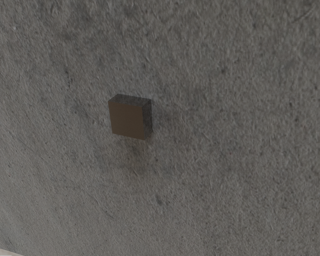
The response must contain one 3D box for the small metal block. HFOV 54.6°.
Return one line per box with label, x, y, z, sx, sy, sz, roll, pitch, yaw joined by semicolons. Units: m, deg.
small metal block;-0.039;-0.015;0.419;0.050;0.025;0.050;11;123;22
